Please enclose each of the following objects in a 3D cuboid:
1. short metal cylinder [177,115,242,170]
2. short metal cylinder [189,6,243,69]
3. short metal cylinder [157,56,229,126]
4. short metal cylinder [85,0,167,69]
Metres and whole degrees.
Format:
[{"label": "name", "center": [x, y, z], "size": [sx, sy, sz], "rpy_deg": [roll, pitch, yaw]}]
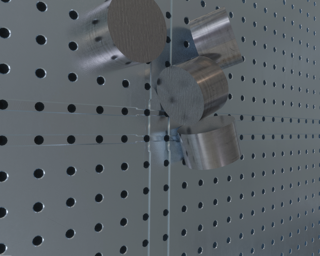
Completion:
[{"label": "short metal cylinder", "center": [0.069, 0.018, 0.431], "size": [0.081, 0.080, 0.050], "rpy_deg": [-25, 106, -37]}, {"label": "short metal cylinder", "center": [0.080, -0.122, 0.435], "size": [0.080, 0.050, 0.080], "rpy_deg": [-19, 90, -72]}, {"label": "short metal cylinder", "center": [0.042, -0.049, 0.408], "size": [0.050, 0.080, 0.080], "rpy_deg": [-29, 109, -36]}, {"label": "short metal cylinder", "center": [-0.039, -0.112, 0.360], "size": [0.081, 0.050, 0.079], "rpy_deg": [0, 90, -40]}]
